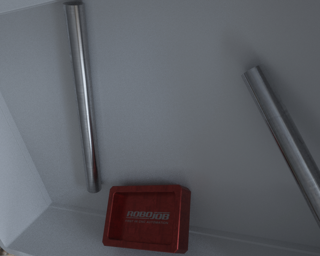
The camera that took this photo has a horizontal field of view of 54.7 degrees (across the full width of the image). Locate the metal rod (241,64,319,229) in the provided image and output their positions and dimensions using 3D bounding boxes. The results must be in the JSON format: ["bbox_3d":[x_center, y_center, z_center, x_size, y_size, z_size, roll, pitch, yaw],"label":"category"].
[{"bbox_3d":[0.159,0.074,0.304,0.025,0.025,0.299,-30,81,37],"label":"metal rod"}]

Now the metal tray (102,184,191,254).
[{"bbox_3d":[-0.021,0.132,0.459,0.130,0.090,0.030,-8,156,31],"label":"metal tray"}]

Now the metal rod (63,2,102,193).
[{"bbox_3d":[-0.107,-0.023,0.448,0.025,0.025,0.298,15,125,19],"label":"metal rod"}]
